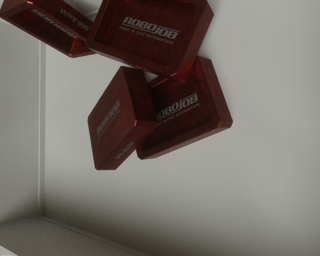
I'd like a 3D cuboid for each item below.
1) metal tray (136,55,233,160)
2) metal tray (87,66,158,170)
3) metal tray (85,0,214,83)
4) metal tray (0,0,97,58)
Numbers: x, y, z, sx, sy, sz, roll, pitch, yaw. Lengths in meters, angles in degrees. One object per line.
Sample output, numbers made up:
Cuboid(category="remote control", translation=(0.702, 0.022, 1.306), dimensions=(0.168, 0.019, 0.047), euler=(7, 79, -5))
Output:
Cuboid(category="metal tray", translation=(0.016, -0.021, 0.388), dimensions=(0.130, 0.030, 0.090), euler=(-26, 74, 36))
Cuboid(category="metal tray", translation=(-0.057, -0.009, 0.419), dimensions=(0.129, 0.030, 0.090), euler=(-45, 51, 44))
Cuboid(category="metal tray", translation=(-0.015, -0.115, 0.360), dimensions=(0.130, 0.030, 0.090), euler=(24, 92, 25))
Cuboid(category="metal tray", translation=(-0.153, -0.152, 0.460), dimensions=(0.090, 0.131, 0.030), euler=(2, 74, 40))
